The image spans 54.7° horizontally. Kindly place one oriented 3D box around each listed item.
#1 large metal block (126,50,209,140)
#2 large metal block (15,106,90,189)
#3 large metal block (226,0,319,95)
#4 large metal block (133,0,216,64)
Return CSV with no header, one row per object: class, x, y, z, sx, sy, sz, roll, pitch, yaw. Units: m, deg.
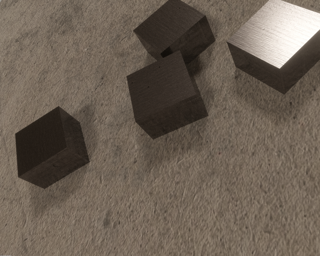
large metal block,0.008,-0.043,0.409,0.080,0.050,0.080,-24,53,13
large metal block,-0.158,0.028,0.451,0.080,0.050,0.080,-31,52,8
large metal block,0.143,-0.100,0.374,0.080,0.050,0.080,-44,51,-3
large metal block,0.021,-0.137,0.460,0.080,0.050,0.080,-41,51,0
